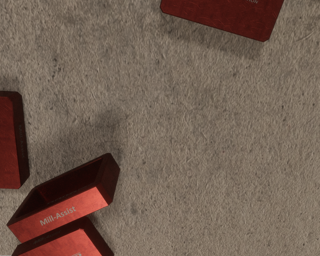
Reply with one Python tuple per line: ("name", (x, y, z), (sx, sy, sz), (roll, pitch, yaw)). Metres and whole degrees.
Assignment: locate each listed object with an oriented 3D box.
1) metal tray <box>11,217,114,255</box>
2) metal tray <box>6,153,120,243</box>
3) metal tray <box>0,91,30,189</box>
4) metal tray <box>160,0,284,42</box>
("metal tray", (-0.150, 0.201, 0.479), (0.130, 0.030, 0.090), (-25, 109, 8))
("metal tray", (-0.120, 0.088, 0.405), (0.130, 0.090, 0.030), (-25, 109, 8))
("metal tray", (-0.229, 0.016, 0.410), (0.091, 0.030, 0.129), (3, 110, -2))
("metal tray", (0.073, -0.159, 0.350), (0.131, 0.030, 0.089), (14, 109, -6))
